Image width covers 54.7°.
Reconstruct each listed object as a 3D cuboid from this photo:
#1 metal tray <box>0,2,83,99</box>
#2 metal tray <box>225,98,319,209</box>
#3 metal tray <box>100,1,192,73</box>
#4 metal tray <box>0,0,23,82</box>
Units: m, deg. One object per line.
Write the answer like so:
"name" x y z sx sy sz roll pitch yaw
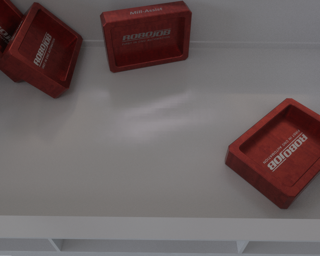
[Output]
"metal tray" -0.170 -0.117 0.462 0.030 0.090 0.130 -30 41 31
"metal tray" 0.156 0.025 0.381 0.131 0.030 0.090 -34 58 -26
"metal tray" -0.020 -0.140 0.479 0.131 0.090 0.030 -12 51 -10
"metal tray" -0.234 -0.143 0.457 0.030 0.130 0.090 -16 44 28
